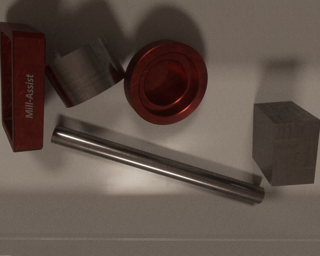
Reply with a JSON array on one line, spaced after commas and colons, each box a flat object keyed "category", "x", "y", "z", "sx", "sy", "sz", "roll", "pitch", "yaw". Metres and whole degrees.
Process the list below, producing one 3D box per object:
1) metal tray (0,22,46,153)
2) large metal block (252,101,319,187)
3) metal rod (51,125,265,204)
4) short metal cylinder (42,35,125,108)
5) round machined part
[{"category": "metal tray", "x": -0.160, "y": -0.049, "z": 0.355, "sx": 0.030, "sy": 0.090, "sz": 0.129, "roll": -5, "pitch": 114, "yaw": -34}, {"category": "large metal block", "x": 0.154, "y": 0.017, "z": 0.390, "sx": 0.050, "sy": 0.080, "sz": 0.079, "roll": -4, "pitch": 110, "yaw": 1}, {"category": "metal rod", "x": 0.003, "y": 0.053, "z": 0.430, "sx": 0.302, "sy": 0.025, "sz": 0.025, "roll": 18, "pitch": 109, "yaw": -7}, {"category": "short metal cylinder", "x": -0.086, "y": -0.065, "z": 0.357, "sx": 0.080, "sy": 0.080, "sz": 0.050, "roll": -25, "pitch": 108, "yaw": 8}, {"category": "round machined part", "x": 0.004, "y": -0.056, "z": 0.370, "sx": 0.099, "sy": 0.042, "sz": 0.097, "roll": -11, "pitch": 118, "yaw": -21}]
